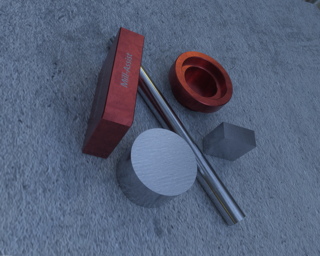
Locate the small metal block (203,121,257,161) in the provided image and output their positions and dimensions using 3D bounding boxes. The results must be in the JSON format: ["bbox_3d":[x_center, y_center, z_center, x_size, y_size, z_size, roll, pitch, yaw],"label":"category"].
[{"bbox_3d":[0.095,0.020,0.427,0.050,0.050,0.025,15,56,-20],"label":"small metal block"}]

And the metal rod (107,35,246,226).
[{"bbox_3d":[0.016,-0.005,0.420,0.025,0.025,0.299,-25,75,-37],"label":"metal rod"}]

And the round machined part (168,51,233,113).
[{"bbox_3d":[0.056,-0.064,0.465,0.099,0.042,0.098,14,56,-21],"label":"round machined part"}]

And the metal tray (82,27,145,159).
[{"bbox_3d":[-0.054,-0.041,0.360,0.030,0.090,0.130,17,55,-19],"label":"metal tray"}]

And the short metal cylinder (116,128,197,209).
[{"bbox_3d":[-0.005,0.047,0.359,0.081,0.050,0.080,14,56,-21],"label":"short metal cylinder"}]
